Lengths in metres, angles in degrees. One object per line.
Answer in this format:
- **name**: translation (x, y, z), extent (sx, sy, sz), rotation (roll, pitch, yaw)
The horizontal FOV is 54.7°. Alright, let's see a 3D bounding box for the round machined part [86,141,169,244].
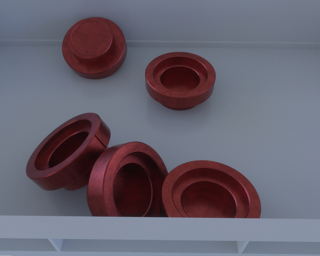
- **round machined part**: translation (-0.034, 0.065, 0.315), extent (0.042, 0.098, 0.098), rotation (-13, 40, 37)

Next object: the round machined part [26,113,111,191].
- **round machined part**: translation (-0.096, 0.031, 0.349), extent (0.098, 0.042, 0.098), rotation (-24, 33, 17)

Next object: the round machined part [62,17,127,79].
- **round machined part**: translation (-0.103, -0.128, 0.476), extent (0.099, 0.042, 0.098), rotation (-1, 77, 3)

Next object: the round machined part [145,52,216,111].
- **round machined part**: translation (0.028, -0.064, 0.447), extent (0.099, 0.042, 0.098), rotation (0, 50, 0)

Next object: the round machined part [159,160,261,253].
- **round machined part**: translation (0.048, 0.082, 0.317), extent (0.099, 0.042, 0.098), rotation (4, 40, -3)
